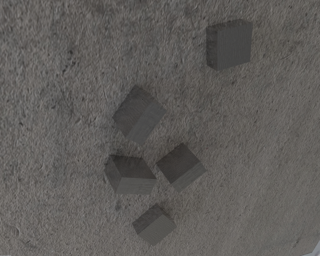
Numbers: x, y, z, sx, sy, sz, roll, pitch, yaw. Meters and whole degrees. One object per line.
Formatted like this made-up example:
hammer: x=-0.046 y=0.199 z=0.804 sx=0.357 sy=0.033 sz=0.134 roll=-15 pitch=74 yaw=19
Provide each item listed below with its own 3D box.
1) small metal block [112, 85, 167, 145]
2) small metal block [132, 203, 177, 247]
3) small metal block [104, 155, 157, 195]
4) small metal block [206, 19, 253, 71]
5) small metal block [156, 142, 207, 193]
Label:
small metal block: x=-0.026 y=-0.016 z=0.366 sx=0.025 sy=0.050 sz=0.050 roll=28 pitch=103 yaw=-38
small metal block: x=-0.008 y=0.157 z=0.499 sx=0.050 sy=0.025 sz=0.050 roll=-40 pitch=130 yaw=-2
small metal block: x=-0.040 y=0.061 z=0.407 sx=0.050 sy=0.050 sz=0.025 roll=10 pitch=114 yaw=-33
small metal block: x=0.086 y=-0.105 z=0.389 sx=0.050 sy=0.025 sz=0.050 roll=-19 pitch=126 yaw=-18
small metal block: x=0.030 y=0.056 z=0.441 sx=0.050 sy=0.050 sz=0.025 roll=-38 pitch=129 yaw=-3
